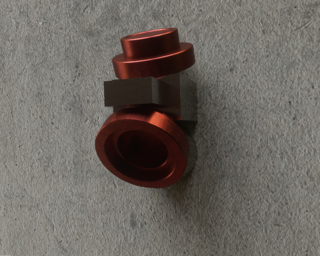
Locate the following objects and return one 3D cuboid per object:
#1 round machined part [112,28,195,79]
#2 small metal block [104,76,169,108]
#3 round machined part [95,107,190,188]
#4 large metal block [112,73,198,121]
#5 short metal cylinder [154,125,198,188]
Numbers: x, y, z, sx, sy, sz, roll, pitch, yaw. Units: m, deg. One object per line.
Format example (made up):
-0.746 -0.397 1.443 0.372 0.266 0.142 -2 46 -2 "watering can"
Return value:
-0.010 -0.092 0.370 0.098 0.098 0.042 -2 114 19 "round machined part"
-0.023 -0.034 0.318 0.050 0.050 0.025 -3 89 20 "small metal block"
-0.016 0.017 0.336 0.098 0.042 0.097 9 131 11 "round machined part"
-0.003 -0.032 0.380 0.080 0.080 0.050 -2 90 19 "large metal block"
0.003 0.033 0.396 0.080 0.050 0.079 0 90 19 "short metal cylinder"
